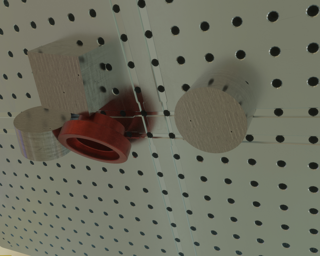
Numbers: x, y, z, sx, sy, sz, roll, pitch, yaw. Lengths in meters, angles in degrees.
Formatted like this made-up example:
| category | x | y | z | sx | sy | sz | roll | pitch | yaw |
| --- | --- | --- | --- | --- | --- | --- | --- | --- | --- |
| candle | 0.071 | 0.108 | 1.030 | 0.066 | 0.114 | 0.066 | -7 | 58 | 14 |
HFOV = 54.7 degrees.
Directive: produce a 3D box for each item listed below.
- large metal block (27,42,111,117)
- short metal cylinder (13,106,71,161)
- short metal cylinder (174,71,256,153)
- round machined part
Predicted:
| category | x | y | z | sx | sy | sz | roll | pitch | yaw |
| --- | --- | --- | --- | --- | --- | --- | --- | --- | --- |
| large metal block | -0.120 | -0.068 | 0.416 | 0.080 | 0.050 | 0.079 | 10 | 123 | 22 |
| short metal cylinder | -0.174 | 0.006 | 0.471 | 0.080 | 0.080 | 0.050 | 15 | 125 | 19 |
| short metal cylinder | 0.063 | -0.018 | 0.350 | 0.080 | 0.050 | 0.079 | 13 | 124 | 21 |
| round machined part | -0.087 | 0.012 | 0.435 | 0.098 | 0.042 | 0.098 | 12 | 156 | 6 |
